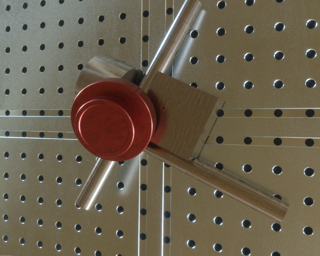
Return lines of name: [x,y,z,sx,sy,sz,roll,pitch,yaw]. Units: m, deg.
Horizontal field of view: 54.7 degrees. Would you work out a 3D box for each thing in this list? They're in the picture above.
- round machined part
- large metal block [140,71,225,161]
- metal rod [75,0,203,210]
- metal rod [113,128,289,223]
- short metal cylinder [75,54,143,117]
round machined part: [-0.057,-0.005,0.353,0.098,0.042,0.097,4,111,11]
large metal block: [0.023,-0.015,0.387,0.080,0.050,0.080,27,99,17]
metal rod: [-0.028,-0.030,0.401,0.025,0.025,0.299,29,92,17]
metal rod: [0.016,0.037,0.405,0.301,0.025,0.025,26,99,17]
short metal cylinder: [-0.064,-0.050,0.404,0.050,0.080,0.080,26,99,18]
